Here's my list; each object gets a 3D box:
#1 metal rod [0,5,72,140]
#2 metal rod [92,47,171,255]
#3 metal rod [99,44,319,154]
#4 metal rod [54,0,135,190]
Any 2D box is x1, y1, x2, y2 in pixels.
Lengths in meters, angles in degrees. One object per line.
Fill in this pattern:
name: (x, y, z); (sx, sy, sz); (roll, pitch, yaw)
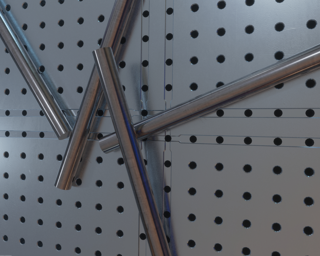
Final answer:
metal rod: (-0.219, -0.112, 0.487); (0.025, 0.025, 0.299); (-36, 79, 16)
metal rod: (-0.033, 0.045, 0.401); (0.025, 0.025, 0.298); (-15, 94, 19)
metal rod: (0.053, -0.029, 0.393); (0.300, 0.025, 0.025); (-22, 83, 18)
metal rod: (-0.094, -0.052, 0.444); (0.025, 0.025, 0.298); (22, 97, 18)
